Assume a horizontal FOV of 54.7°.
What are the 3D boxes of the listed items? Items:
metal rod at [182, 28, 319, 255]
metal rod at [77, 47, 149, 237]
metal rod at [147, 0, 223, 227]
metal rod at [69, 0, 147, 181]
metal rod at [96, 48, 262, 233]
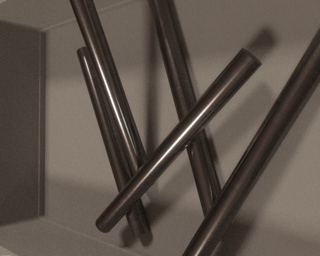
[{"bbox_3d":[0.089,0.042,0.311,0.025,0.025,0.298,36,106,34],"label":"metal rod"},{"bbox_3d":[-0.075,0.010,0.466,0.025,0.025,0.299,-31,71,35],"label":"metal rod"},{"bbox_3d":[0.030,-0.033,0.380,0.025,0.025,0.299,-23,76,37],"label":"metal rod"},{"bbox_3d":[-0.061,-0.059,0.375,0.025,0.025,0.298,-1,114,40],"label":"metal rod"},{"bbox_3d":[0.005,0.034,0.367,0.298,0.025,0.025,-51,61,27],"label":"metal rod"}]
